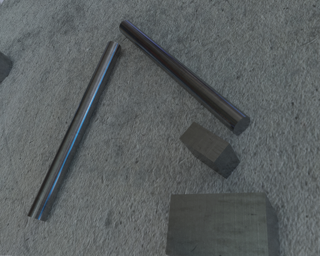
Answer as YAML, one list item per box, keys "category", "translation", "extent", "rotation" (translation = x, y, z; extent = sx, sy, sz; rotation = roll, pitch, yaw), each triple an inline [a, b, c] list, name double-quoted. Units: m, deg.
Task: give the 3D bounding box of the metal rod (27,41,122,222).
- category: "metal rod"
  translation: [-0.122, -0.009, 0.473]
  extent: [0.025, 0.025, 0.300]
  rotation: [5, 64, 30]

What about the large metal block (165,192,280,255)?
- category: "large metal block"
  translation: [0.060, 0.095, 0.279]
  extent: [0.080, 0.080, 0.050]
  rotation: [-7, 59, 24]

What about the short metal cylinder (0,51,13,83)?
- category: "short metal cylinder"
  translation: [-0.366, -0.132, 0.661]
  extent: [0.080, 0.050, 0.080]
  rotation: [-13, 56, 21]

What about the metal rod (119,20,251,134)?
- category: "metal rod"
  translation: [0.017, -0.090, 0.450]
  extent: [0.025, 0.025, 0.300]
  rotation: [-41, 51, 0]

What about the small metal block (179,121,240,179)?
- category: "small metal block"
  translation: [0.056, 0.025, 0.343]
  extent: [0.050, 0.050, 0.025]
  rotation: [35, 82, 38]
